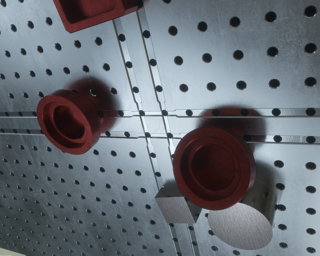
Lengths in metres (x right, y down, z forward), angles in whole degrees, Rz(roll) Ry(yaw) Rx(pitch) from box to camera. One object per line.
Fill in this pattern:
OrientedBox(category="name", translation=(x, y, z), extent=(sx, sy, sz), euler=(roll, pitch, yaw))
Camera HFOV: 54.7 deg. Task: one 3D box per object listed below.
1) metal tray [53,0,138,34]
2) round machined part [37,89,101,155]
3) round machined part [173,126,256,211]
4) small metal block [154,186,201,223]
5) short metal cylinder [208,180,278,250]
OrientedBox(category="metal tray", translation=(-0.088, -0.180, 0.340), extent=(0.090, 0.030, 0.129), euler=(-6, 116, 30))
OrientedBox(category="round machined part", translation=(-0.129, -0.012, 0.458), extent=(0.098, 0.042, 0.097), euler=(13, 124, 20))
OrientedBox(category="round machined part", translation=(0.068, 0.046, 0.376), extent=(0.098, 0.042, 0.097), euler=(2, 94, 34))
OrientedBox(category="small metal block", translation=(0.027, 0.116, 0.468), extent=(0.050, 0.025, 0.050), euler=(-11, 113, 32))
OrientedBox(category="short metal cylinder", translation=(0.109, 0.111, 0.406), extent=(0.080, 0.050, 0.079), euler=(13, 124, 20))
